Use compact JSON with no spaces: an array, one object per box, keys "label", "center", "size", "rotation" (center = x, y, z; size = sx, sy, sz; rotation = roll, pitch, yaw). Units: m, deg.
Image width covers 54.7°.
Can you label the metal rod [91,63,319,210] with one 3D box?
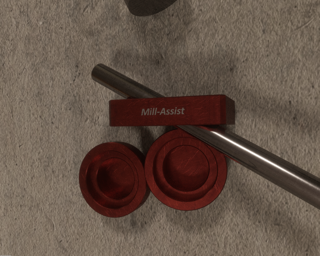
[{"label":"metal rod","center":[0.035,-0.005,0.340],"size":[0.300,0.025,0.025],"rotation":[31,100,26]}]

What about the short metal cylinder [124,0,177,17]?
[{"label":"short metal cylinder","center":[-0.013,-0.185,0.384],"size":[0.080,0.080,0.050],"rotation":[-29,81,17]}]

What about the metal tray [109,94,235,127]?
[{"label":"metal tray","center":[0.018,-0.018,0.367],"size":[0.130,0.090,0.030],"rotation":[-1,90,19]}]

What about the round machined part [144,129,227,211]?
[{"label":"round machined part","center":[0.033,0.049,0.383],"size":[0.098,0.042,0.097],"rotation":[0,89,12]}]

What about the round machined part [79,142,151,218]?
[{"label":"round machined part","center":[-0.056,0.067,0.418],"size":[0.098,0.042,0.097],"rotation":[0,90,19]}]
